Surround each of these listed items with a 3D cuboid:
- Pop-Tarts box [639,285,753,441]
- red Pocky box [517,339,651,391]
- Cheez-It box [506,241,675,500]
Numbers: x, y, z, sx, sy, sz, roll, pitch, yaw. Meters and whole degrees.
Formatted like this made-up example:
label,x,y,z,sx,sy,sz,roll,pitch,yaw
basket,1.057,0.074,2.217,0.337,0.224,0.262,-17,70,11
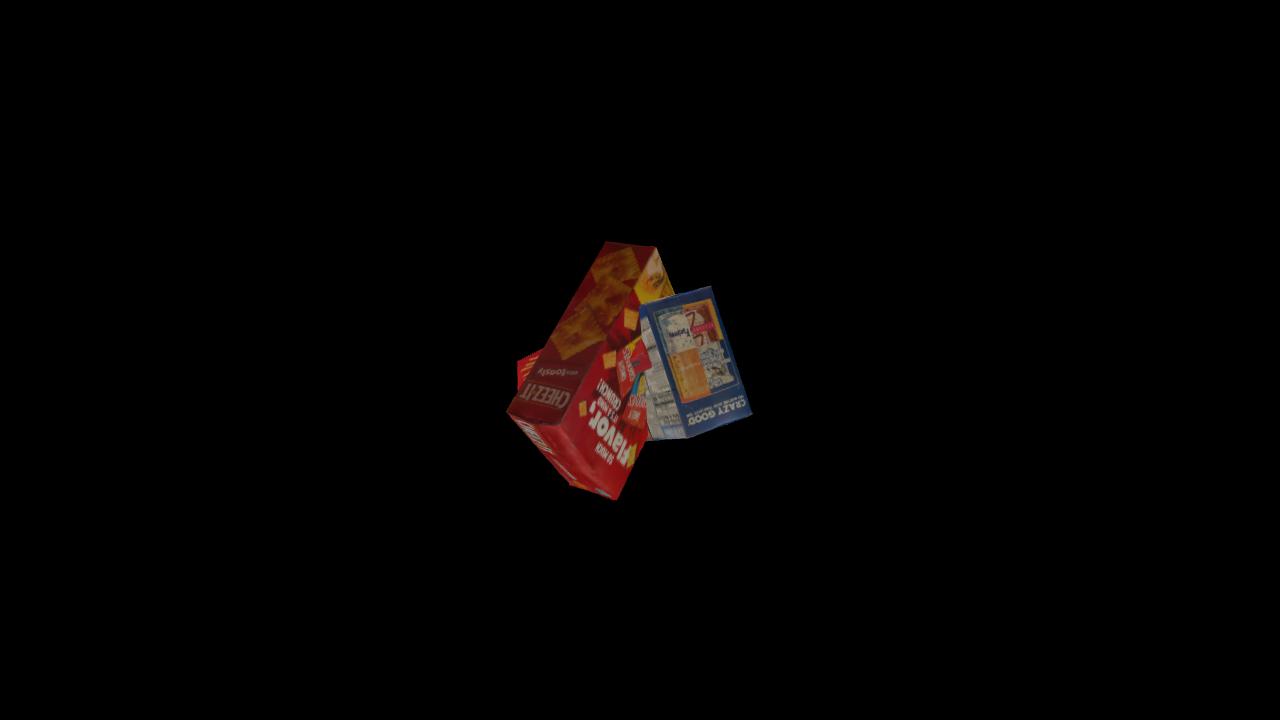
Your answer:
label,x,y,z,sx,sy,sz,roll,pitch,yaw
Pop-Tarts box,0.032,0.011,0.683,0.083,0.141,0.167,-17,-3,-21
red Pocky box,-0.063,0.004,0.658,0.155,0.083,0.028,-26,-45,14
Cheez-It box,-0.029,0.012,0.651,0.071,0.223,0.166,11,-30,28
